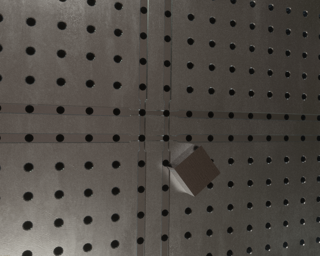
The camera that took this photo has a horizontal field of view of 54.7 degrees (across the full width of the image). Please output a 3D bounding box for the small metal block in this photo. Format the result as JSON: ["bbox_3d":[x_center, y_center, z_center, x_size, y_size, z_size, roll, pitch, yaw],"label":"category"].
[{"bbox_3d":[0.047,0.058,0.432,0.050,0.025,0.050,-39,103,-16],"label":"small metal block"}]
